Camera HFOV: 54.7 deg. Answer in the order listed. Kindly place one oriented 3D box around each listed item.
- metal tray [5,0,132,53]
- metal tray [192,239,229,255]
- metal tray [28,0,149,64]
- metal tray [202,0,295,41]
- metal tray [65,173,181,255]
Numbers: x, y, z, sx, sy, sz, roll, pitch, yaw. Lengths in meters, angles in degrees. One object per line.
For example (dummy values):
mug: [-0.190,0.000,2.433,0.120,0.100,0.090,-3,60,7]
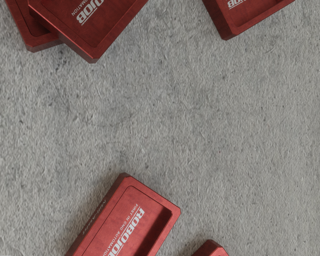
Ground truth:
metal tray: [-0.110,-0.153,0.365,0.131,0.030,0.090,-25,99,-18]
metal tray: [0.080,0.236,0.436,0.090,0.030,0.130,-39,103,-16]
metal tray: [-0.069,-0.150,0.347,0.090,0.030,0.130,40,77,-16]
metal tray: [0.128,-0.198,0.452,0.131,0.030,0.090,-34,101,-17]
metal tray: [-0.045,0.134,0.389,0.090,0.030,0.130,37,78,-16]
